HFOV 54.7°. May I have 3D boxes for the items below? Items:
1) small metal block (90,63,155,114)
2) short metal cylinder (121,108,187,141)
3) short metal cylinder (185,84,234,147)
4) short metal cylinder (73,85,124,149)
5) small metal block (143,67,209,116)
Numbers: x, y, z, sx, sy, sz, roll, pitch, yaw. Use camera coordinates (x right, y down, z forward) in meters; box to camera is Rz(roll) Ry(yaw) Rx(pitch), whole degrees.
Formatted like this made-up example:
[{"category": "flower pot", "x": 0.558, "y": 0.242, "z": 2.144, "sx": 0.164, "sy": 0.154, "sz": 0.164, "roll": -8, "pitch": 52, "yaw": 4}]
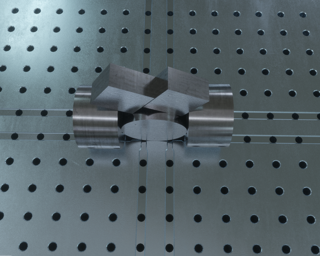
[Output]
[{"category": "small metal block", "x": -0.040, "y": -0.040, "z": 0.326, "sx": 0.050, "sy": 0.050, "sz": 0.025, "roll": 12, "pitch": 67, "yaw": -29}, {"category": "short metal cylinder", "x": -0.007, "y": -0.019, "z": 0.389, "sx": 0.081, "sy": 0.080, "sz": 0.050, "roll": 1, "pitch": 70, "yaw": 0}, {"category": "short metal cylinder", "x": 0.059, "y": -0.015, "z": 0.388, "sx": 0.050, "sy": 0.080, "sz": 0.080, "roll": 0, "pitch": 70, "yaw": 1}, {"category": "short metal cylinder", "x": -0.072, "y": -0.014, "z": 0.386, "sx": 0.050, "sy": 0.080, "sz": 0.080, "roll": 1, "pitch": 70, "yaw": 1}, {"category": "small metal block", "x": 0.017, "y": -0.037, "z": 0.330, "sx": 0.050, "sy": 0.050, "sz": 0.025, "roll": 12, "pitch": 67, "yaw": -29}]
